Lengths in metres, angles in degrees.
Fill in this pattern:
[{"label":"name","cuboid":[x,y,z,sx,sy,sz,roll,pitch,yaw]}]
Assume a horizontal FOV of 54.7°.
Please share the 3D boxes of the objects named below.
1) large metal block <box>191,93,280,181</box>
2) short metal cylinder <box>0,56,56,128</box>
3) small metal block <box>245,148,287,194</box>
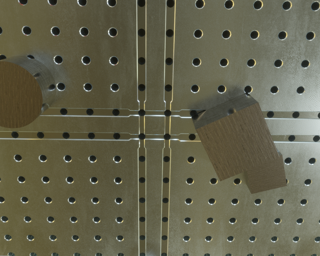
[{"label":"large metal block","cuboid":[0.097,0.011,0.406,0.080,0.050,0.080,-24,109,8]},{"label":"short metal cylinder","cuboid":[-0.176,-0.046,0.381,0.081,0.050,0.079,0,110,-1]},{"label":"small metal block","cuboid":[0.147,0.060,0.438,0.050,0.025,0.050,-14,110,5]}]
